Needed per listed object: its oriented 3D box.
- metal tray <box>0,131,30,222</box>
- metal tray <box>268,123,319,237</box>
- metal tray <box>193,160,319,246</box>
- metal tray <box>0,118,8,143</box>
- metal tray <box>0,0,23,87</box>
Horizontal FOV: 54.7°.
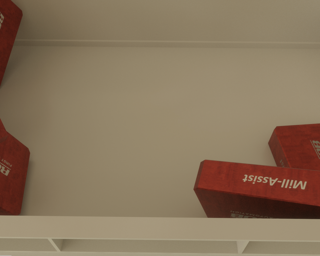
[{"bbox_3d":[-0.189,0.029,0.309,0.030,0.130,0.090,-19,50,10],"label":"metal tray"},{"bbox_3d":[0.191,0.054,0.358,0.091,0.030,0.130,-4,50,-3],"label":"metal tray"},{"bbox_3d":[0.105,0.070,0.280,0.130,0.090,0.030,3,54,25],"label":"metal tray"},{"bbox_3d":[-0.228,-0.031,0.317,0.090,0.129,0.030,-17,13,11],"label":"metal tray"},{"bbox_3d":[-0.248,-0.129,0.434,0.030,0.090,0.129,12,82,9],"label":"metal tray"}]
